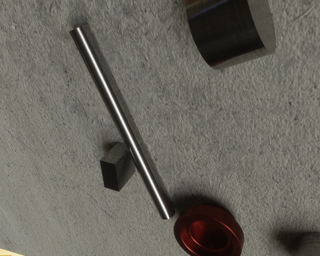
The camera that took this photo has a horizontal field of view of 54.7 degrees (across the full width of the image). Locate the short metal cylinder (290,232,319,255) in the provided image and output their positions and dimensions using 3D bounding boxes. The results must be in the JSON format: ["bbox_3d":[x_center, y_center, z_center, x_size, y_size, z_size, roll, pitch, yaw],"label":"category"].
[{"bbox_3d":[0.207,0.180,0.393,0.080,0.050,0.079,13,124,21],"label":"short metal cylinder"}]

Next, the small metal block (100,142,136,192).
[{"bbox_3d":[-0.061,0.056,0.458,0.025,0.050,0.050,11,123,22],"label":"small metal block"}]

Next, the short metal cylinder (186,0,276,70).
[{"bbox_3d":[0.065,-0.097,0.277,0.050,0.080,0.080,-13,112,33],"label":"short metal cylinder"}]

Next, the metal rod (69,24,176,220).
[{"bbox_3d":[-0.044,0.005,0.433,0.025,0.025,0.299,-11,113,33],"label":"metal rod"}]

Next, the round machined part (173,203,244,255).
[{"bbox_3d":[0.073,0.148,0.449,0.098,0.042,0.097,13,124,21],"label":"round machined part"}]
